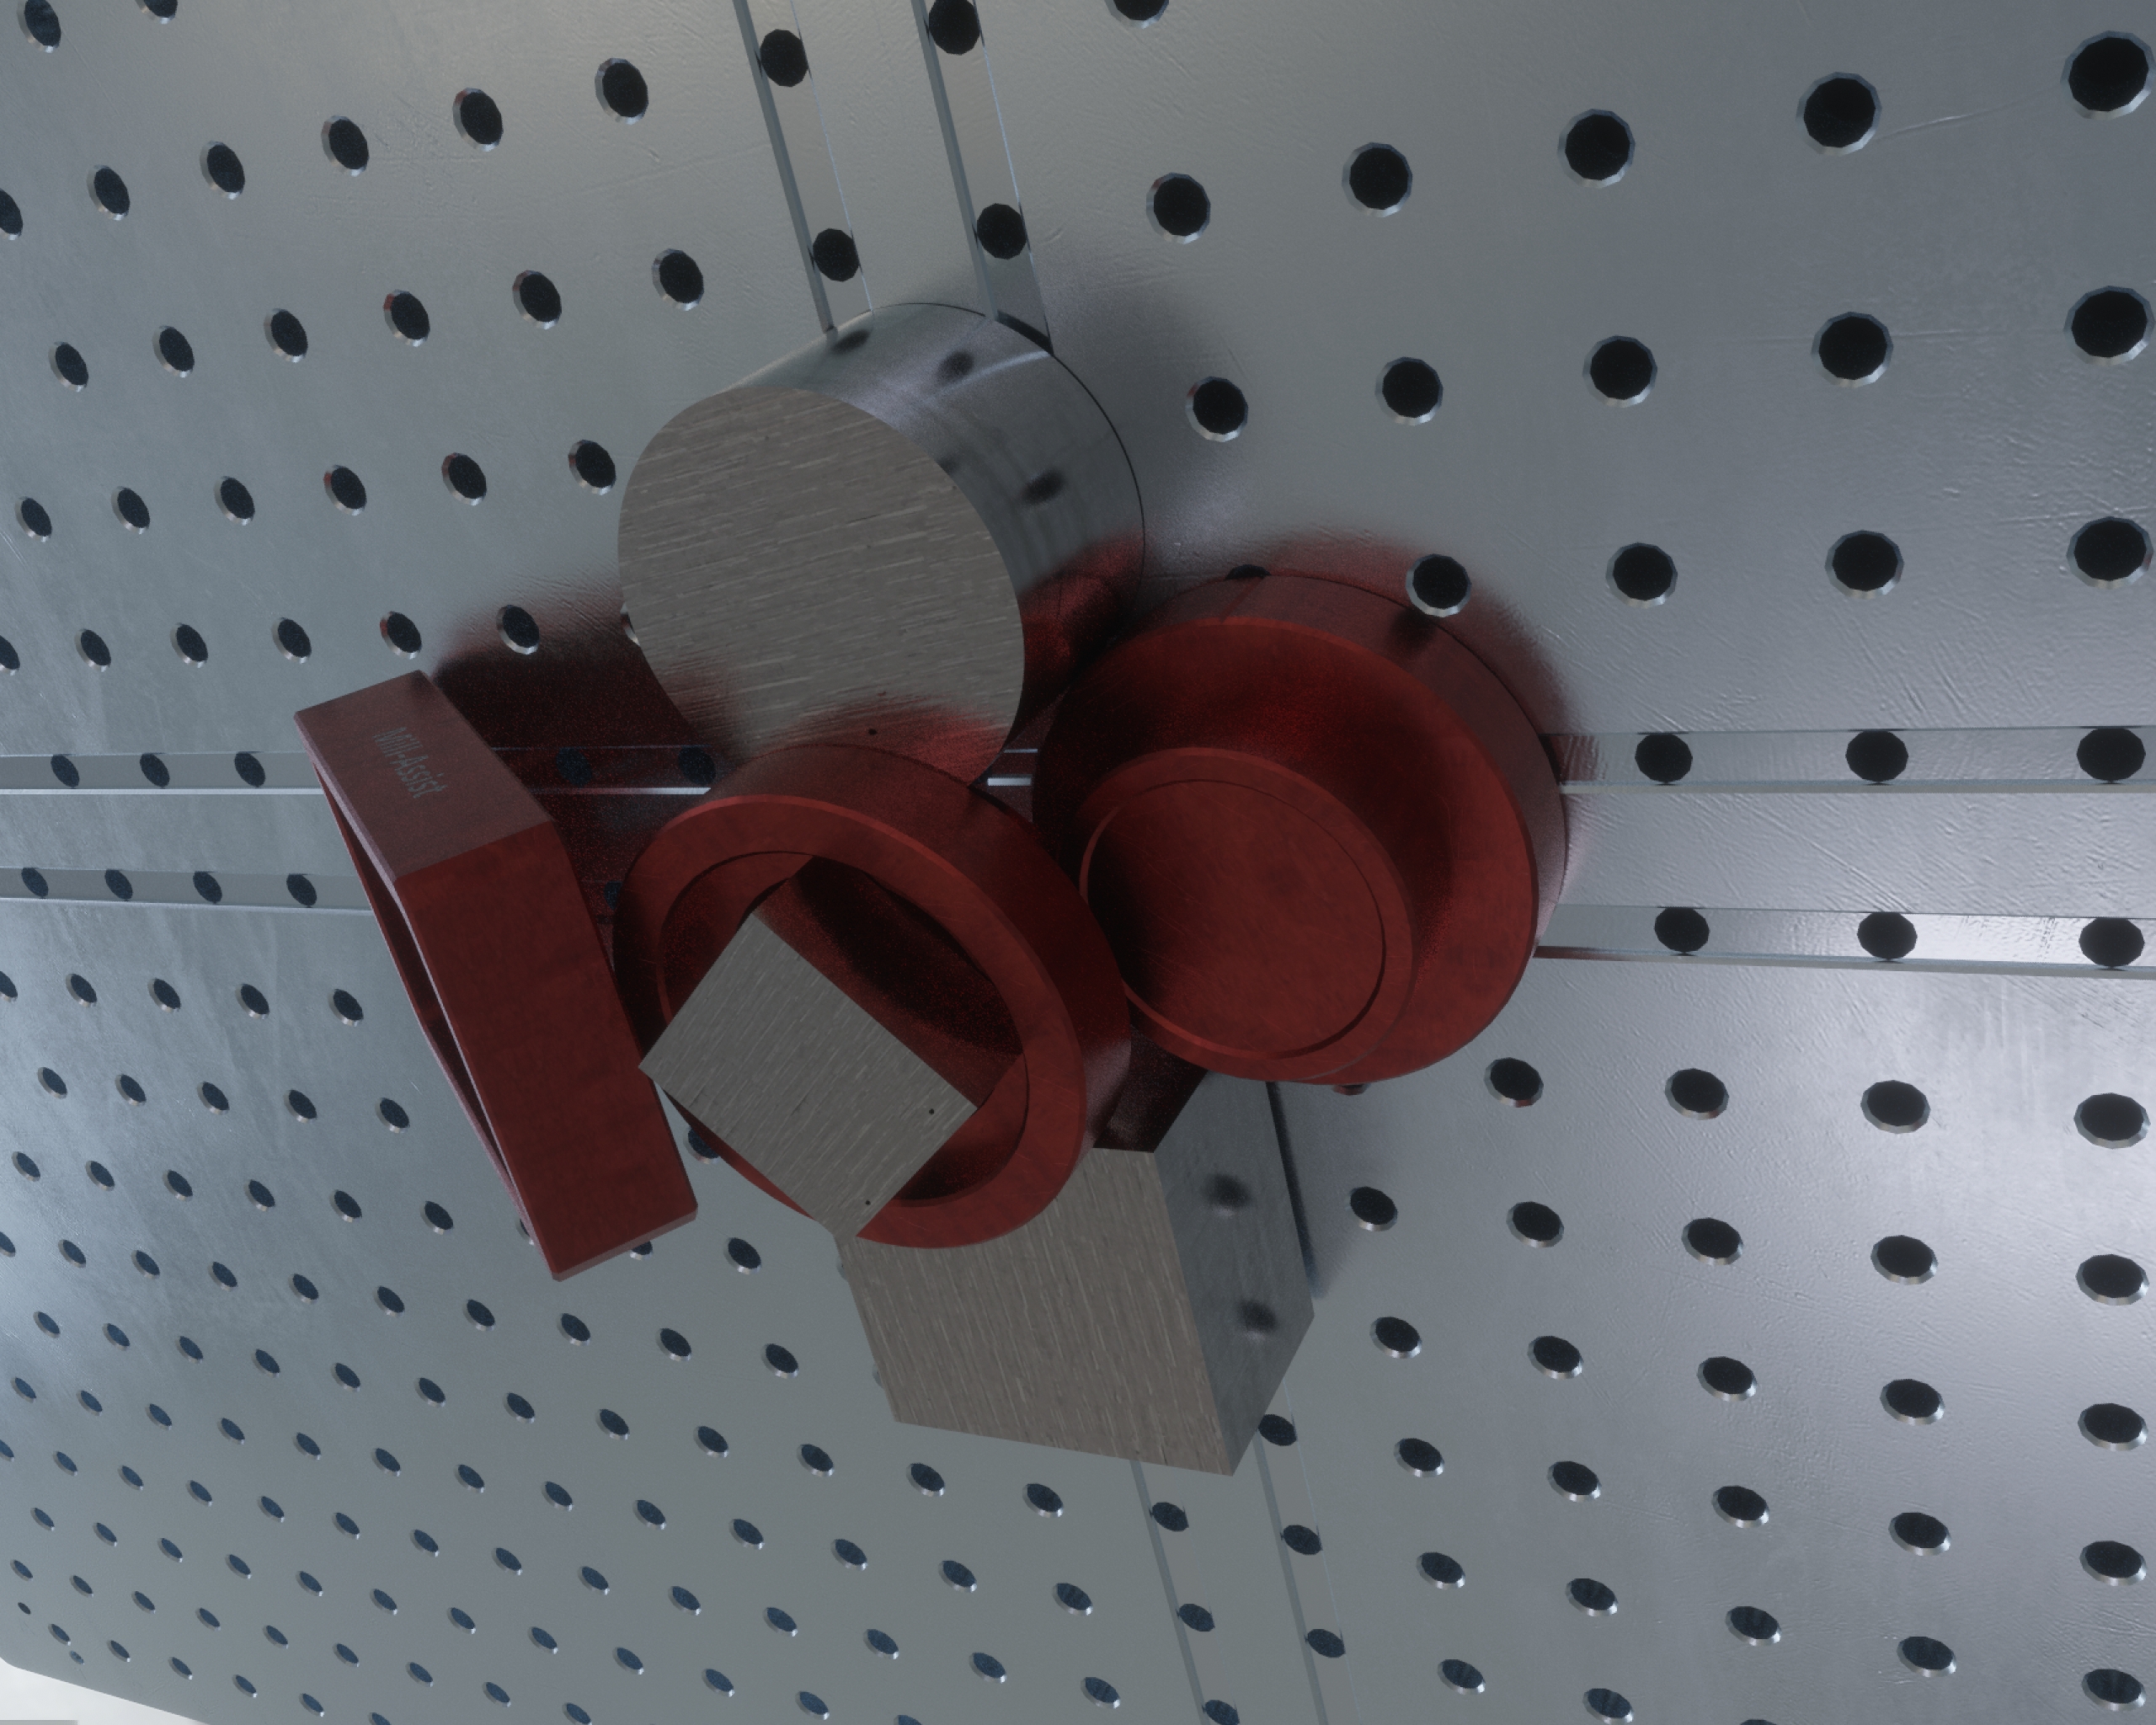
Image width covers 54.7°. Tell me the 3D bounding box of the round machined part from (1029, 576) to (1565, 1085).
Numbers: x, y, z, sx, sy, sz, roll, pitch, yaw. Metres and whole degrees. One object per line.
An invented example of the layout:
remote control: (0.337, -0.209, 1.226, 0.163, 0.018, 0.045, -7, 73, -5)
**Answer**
round machined part: (0.035, 0.001, 0.381, 0.098, 0.042, 0.097, 13, 124, 21)

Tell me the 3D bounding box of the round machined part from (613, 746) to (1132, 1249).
round machined part: (-0.035, 0.021, 0.394, 0.098, 0.042, 0.097, 13, 124, 21)

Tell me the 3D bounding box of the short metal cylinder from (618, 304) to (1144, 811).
short metal cylinder: (-0.035, -0.055, 0.379, 0.080, 0.050, 0.079, 13, 124, 21)

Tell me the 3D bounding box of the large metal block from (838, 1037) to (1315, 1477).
large metal block: (-0.003, 0.076, 0.440, 0.080, 0.050, 0.080, 1, 119, 28)

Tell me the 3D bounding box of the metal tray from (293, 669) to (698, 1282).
metal tray: (-0.125, 0.019, 0.439, 0.130, 0.030, 0.089, 33, 142, 57)

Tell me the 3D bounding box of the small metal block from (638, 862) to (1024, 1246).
small metal block: (-0.043, 0.033, 0.375, 0.050, 0.025, 0.050, 41, 129, 0)
